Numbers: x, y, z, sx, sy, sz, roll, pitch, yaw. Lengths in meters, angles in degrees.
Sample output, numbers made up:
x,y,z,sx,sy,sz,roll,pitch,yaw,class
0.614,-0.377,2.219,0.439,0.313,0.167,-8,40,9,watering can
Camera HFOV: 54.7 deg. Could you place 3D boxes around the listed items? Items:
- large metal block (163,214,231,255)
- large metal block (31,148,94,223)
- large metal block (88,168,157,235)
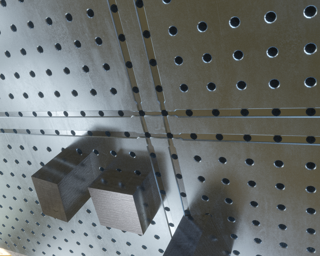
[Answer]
x,y,z,sx,sy,sz,roll,pitch,yaw,class
0.058,0.188,0.461,0.050,0.080,0.080,-17,109,34,large metal block
-0.155,0.093,0.512,0.050,0.080,0.079,11,123,22,large metal block
-0.058,0.116,0.496,0.080,0.050,0.079,4,120,26,large metal block
